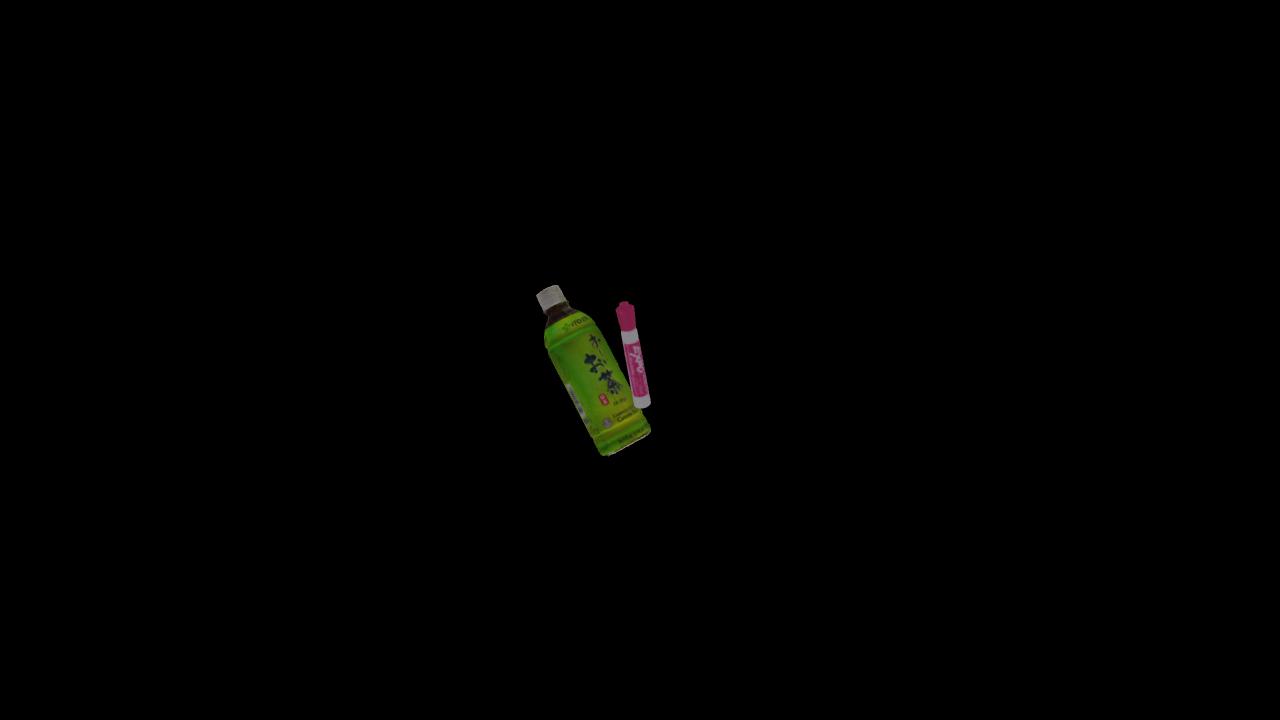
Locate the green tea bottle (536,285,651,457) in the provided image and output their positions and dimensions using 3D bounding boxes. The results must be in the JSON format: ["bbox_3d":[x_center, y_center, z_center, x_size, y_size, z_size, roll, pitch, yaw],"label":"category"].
[{"bbox_3d":[-0.064,0.009,0.738,0.073,0.212,0.073,-29,-2,-1],"label":"green tea bottle"}]

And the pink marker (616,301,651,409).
[{"bbox_3d":[-0.007,-0.004,0.633,0.020,0.121,0.020,-8,29,4],"label":"pink marker"}]
